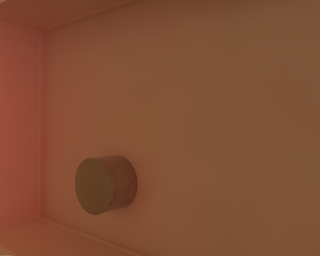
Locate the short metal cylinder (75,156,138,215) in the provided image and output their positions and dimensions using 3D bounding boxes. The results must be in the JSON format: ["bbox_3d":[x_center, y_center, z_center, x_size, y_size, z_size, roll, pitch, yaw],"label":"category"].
[{"bbox_3d":[-0.079,0.082,0.454,0.080,0.050,0.079,0,90,39],"label":"short metal cylinder"}]
